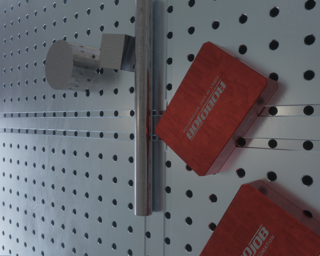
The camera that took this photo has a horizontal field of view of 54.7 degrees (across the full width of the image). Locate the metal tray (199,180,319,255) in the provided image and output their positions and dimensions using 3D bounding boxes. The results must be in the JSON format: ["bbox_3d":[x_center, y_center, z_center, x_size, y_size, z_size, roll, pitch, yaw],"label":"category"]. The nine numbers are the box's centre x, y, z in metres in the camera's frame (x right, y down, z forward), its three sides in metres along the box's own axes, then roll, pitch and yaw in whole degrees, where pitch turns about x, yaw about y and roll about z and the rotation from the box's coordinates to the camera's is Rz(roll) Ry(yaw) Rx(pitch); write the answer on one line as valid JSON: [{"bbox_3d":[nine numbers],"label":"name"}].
[{"bbox_3d":[0.100,0.132,0.324,0.090,0.030,0.129,38,113,33],"label":"metal tray"}]

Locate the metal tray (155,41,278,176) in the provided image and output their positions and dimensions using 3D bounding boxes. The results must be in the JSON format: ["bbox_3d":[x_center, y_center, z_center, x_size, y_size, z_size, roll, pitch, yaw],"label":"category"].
[{"bbox_3d":[0.058,-0.021,0.358,0.090,0.030,0.129,44,116,31],"label":"metal tray"}]

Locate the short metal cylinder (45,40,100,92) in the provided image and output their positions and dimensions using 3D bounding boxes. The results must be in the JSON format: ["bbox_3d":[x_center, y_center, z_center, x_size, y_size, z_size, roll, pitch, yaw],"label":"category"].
[{"bbox_3d":[-0.146,-0.101,0.514,0.080,0.050,0.079,0,90,40],"label":"short metal cylinder"}]

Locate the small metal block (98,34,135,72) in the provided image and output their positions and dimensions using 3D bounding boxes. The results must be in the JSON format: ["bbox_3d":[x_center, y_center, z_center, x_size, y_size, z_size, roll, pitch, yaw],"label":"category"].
[{"bbox_3d":[-0.063,-0.112,0.462,0.050,0.025,0.050,15,100,39],"label":"small metal block"}]

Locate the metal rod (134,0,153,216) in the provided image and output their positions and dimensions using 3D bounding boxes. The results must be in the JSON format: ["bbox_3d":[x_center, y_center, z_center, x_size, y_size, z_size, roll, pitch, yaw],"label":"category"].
[{"bbox_3d":[-0.022,-0.031,0.427,0.025,0.025,0.298,0,90,40],"label":"metal rod"}]
